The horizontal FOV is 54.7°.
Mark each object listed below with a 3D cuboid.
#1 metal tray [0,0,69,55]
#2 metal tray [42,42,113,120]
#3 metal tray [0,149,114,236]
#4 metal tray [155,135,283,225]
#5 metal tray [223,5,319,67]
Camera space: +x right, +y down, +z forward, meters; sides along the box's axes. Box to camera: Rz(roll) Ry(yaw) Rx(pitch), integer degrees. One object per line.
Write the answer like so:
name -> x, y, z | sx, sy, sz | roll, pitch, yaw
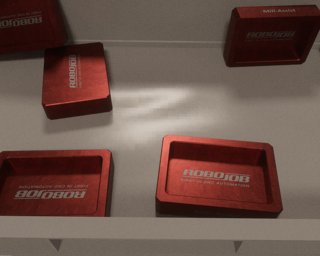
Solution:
metal tray -> -0.216, -0.163, 0.467 | 0.131, 0.089, 0.030 | -6, 30, 6
metal tray -> -0.124, -0.075, 0.463 | 0.091, 0.030, 0.130 | -9, 51, -8
metal tray -> -0.120, 0.069, 0.342 | 0.131, 0.030, 0.090 | -1, 50, -1
metal tray -> 0.064, 0.056, 0.355 | 0.131, 0.030, 0.090 | 5, 50, 3
metal tray -> 0.173, -0.142, 0.484 | 0.131, 0.089, 0.030 | -3, 50, -3
